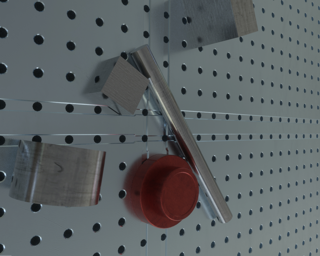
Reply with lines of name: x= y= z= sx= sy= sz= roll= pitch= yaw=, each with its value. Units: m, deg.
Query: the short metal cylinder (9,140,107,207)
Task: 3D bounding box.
short metal cylinder: x=-0.095 y=0.042 z=0.295 sx=0.081 sy=0.080 sz=0.050 roll=13 pitch=82 yaw=-40

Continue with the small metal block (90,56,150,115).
small metal block: x=-0.047 y=-0.050 z=0.371 sx=0.050 sy=0.025 sz=0.050 roll=37 pitch=67 yaw=-34

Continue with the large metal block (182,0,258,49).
large metal block: x=0.085 y=-0.167 z=0.447 sx=0.050 sy=0.080 sz=0.080 roll=-27 pitch=107 yaw=-37

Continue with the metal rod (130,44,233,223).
metal rod: x=0.039 y=0.022 z=0.444 sx=0.025 sy=0.025 sz=0.299 roll=-43 pitch=116 yaw=-32

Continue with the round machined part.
round machined part: x=0.014 y=0.085 z=0.412 sx=0.099 sy=0.042 sz=0.097 roll=0 pitch=90 yaw=-40
